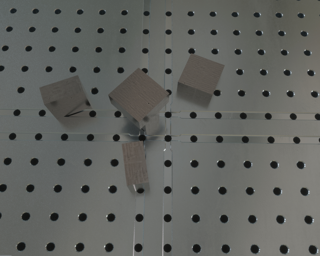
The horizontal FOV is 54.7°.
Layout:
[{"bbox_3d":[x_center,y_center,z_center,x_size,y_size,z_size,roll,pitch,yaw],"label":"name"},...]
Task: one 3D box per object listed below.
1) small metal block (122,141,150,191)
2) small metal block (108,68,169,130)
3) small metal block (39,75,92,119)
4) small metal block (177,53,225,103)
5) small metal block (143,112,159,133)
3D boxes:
[{"bbox_3d":[-0.029,0.048,0.380,0.025,0.050,0.050,-8,70,-3],"label":"small metal block"},{"bbox_3d":[-0.025,-0.035,0.371,0.050,0.025,0.050,42,75,13],"label":"small metal block"},{"bbox_3d":[-0.124,-0.040,0.412,0.050,0.050,0.025,-20,72,-7],"label":"small metal block"},{"bbox_3d":[0.057,-0.071,0.438,0.050,0.025,0.050,22,71,7],"label":"small metal block"},{"bbox_3d":[-0.027,-0.027,0.408,0.050,0.050,0.025,43,76,14],"label":"small metal block"}]
